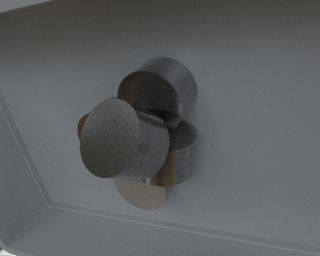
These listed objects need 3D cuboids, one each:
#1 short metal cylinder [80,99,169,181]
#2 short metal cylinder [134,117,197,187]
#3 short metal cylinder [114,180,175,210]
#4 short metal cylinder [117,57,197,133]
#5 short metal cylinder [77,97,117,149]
[{"bbox_3d":[-0.037,0.014,0.327,0.080,0.050,0.080,-9,74,33],"label":"short metal cylinder"},{"bbox_3d":[0.004,0.027,0.385,0.080,0.080,0.050,13,124,21],"label":"short metal cylinder"},{"bbox_3d":[-0.018,0.069,0.441,0.080,0.050,0.079,13,124,20],"label":"short metal cylinder"},{"bbox_3d":[-0.003,-0.038,0.367,0.080,0.050,0.079,13,124,20],"label":"short metal cylinder"},{"bbox_3d":[-0.064,0.004,0.424,0.080,0.050,0.079,13,124,20],"label":"short metal cylinder"}]
